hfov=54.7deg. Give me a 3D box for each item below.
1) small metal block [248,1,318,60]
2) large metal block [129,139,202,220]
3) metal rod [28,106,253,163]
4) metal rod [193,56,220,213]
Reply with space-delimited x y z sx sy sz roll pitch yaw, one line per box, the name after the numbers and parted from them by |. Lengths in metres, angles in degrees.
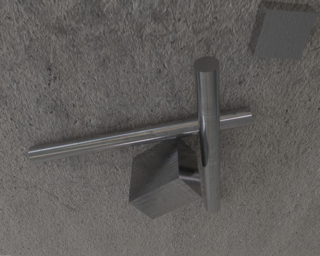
0.126 -0.101 0.322 0.050 0.025 0.050 3 130 -3 | small metal block
0.006 0.067 0.428 0.080 0.080 0.050 -30 124 23 | large metal block
-0.032 0.011 0.416 0.301 0.025 0.025 -10 130 8 | metal rod
0.067 0.035 0.410 0.025 0.025 0.299 -7 138 5 | metal rod
